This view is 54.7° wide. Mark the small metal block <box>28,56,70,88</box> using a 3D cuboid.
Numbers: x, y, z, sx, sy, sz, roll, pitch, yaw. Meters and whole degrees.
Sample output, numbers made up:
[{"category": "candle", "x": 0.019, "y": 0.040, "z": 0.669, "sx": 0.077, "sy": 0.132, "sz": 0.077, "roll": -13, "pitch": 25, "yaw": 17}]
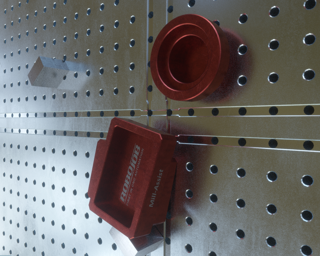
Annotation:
[{"category": "small metal block", "x": -0.201, "y": -0.100, "z": 0.560, "sx": 0.050, "sy": 0.050, "sz": 0.025, "roll": -43, "pitch": 64, "yaw": 31}]

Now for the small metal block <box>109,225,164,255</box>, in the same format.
[{"category": "small metal block", "x": -0.032, "y": 0.146, "z": 0.419, "sx": 0.050, "sy": 0.050, "sz": 0.025, "roll": 46, "pitch": 121, "yaw": 29}]

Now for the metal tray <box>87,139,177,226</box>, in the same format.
[{"category": "metal tray", "x": -0.043, "y": 0.072, "z": 0.436, "sx": 0.130, "sy": 0.030, "sz": 0.089, "roll": 12, "pitch": 92, "yaw": 39}]

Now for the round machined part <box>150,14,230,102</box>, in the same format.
[{"category": "round machined part", "x": 0.038, "y": -0.080, "z": 0.367, "sx": 0.098, "sy": 0.042, "sz": 0.097, "roll": 0, "pitch": 90, "yaw": 40}]

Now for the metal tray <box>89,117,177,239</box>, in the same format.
[{"category": "metal tray", "x": -0.038, "y": 0.059, "z": 0.393, "sx": 0.090, "sy": 0.030, "sz": 0.129, "roll": 20, "pitch": 97, "yaw": 39}]
